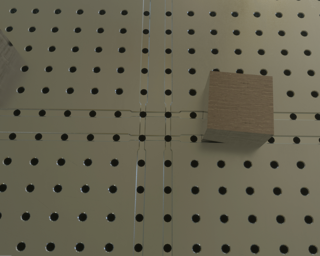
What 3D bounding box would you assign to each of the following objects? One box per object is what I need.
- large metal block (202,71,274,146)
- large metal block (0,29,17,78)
[{"bbox_3d":[0.101,-0.025,0.409,0.080,0.050,0.080,6,70,1],"label":"large metal block"},{"bbox_3d":[-0.266,-0.102,0.432,0.080,0.050,0.080,18,71,6],"label":"large metal block"}]
